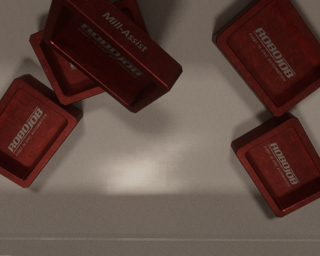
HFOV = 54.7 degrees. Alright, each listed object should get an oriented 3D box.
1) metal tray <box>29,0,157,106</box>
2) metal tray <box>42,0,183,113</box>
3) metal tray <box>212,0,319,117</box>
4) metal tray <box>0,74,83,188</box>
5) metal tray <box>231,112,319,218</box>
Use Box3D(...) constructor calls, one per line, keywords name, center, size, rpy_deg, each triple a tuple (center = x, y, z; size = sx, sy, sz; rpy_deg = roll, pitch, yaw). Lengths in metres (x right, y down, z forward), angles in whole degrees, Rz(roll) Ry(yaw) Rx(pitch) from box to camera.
Box3D(name="metal tray", center=(-0.075, -0.091, 0.374), size=(0.131, 0.030, 0.090), rpy_deg=(-19, 109, 6))
Box3D(name="metal tray", center=(-0.052, -0.076, 0.317), size=(0.130, 0.090, 0.030), rpy_deg=(39, 62, -14))
Box3D(name="metal tray", center=(0.138, -0.089, 0.377), size=(0.090, 0.030, 0.130), rpy_deg=(-40, 106, 13))
Box3D(name="metal tray", center=(-0.176, 0.006, 0.408), size=(0.090, 0.030, 0.130), rpy_deg=(37, 106, -13))
Box3D(name="metal tray", center=(0.171, 0.053, 0.430), size=(0.090, 0.030, 0.130), rpy_deg=(-33, 107, 11))
